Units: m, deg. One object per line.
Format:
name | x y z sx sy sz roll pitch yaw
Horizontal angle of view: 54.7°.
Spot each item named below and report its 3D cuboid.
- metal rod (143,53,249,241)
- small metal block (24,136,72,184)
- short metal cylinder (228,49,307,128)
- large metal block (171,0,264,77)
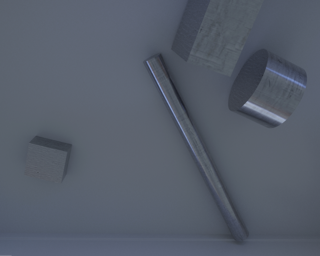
metal rod | 0.057 0.039 0.426 0.025 0.025 0.299 -25 109 8
small metal block | -0.153 0.044 0.425 0.050 0.025 0.050 14 109 -6
short metal cylinder | 0.124 -0.046 0.367 0.050 0.080 0.080 24 108 -9
large metal block | 0.057 -0.110 0.338 0.050 0.080 0.079 15 110 -16
